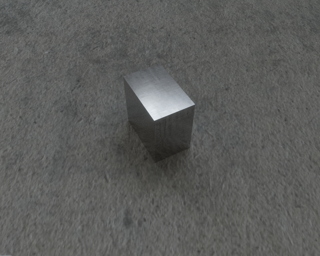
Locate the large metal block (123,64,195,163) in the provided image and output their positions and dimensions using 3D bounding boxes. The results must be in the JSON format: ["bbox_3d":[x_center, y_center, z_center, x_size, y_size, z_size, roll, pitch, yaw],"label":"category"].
[{"bbox_3d":[-0.003,-0.018,0.383,0.050,0.080,0.080,-23,54,-18],"label":"large metal block"}]
